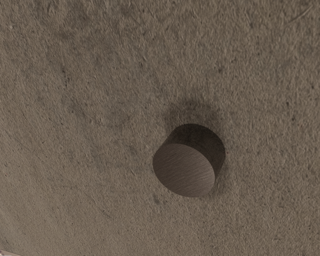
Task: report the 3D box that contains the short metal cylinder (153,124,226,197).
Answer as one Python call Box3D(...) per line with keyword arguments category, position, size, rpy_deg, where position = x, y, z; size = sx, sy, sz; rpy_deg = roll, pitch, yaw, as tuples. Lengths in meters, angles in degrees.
Box3D(category="short metal cylinder", position=(0.038, 0.041, 0.395), size=(0.080, 0.050, 0.079), rpy_deg=(13, 124, 20))
